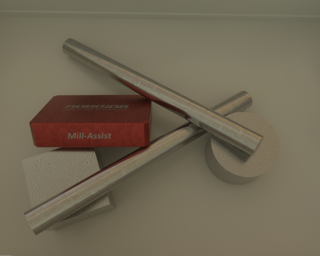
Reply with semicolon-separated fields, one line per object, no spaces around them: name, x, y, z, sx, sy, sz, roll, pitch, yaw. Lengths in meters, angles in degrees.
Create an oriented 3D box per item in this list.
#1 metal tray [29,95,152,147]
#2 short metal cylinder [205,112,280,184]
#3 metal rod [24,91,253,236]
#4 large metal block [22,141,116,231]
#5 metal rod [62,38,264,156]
metal tray;-0.077;-0.011;0.379;0.131;0.030;0.090;0;26;1
short metal cylinder;0.100;0.026;0.385;0.081;0.050;0.080;0;70;0
metal rod;-0.004;0.026;0.359;0.302;0.025;0.025;-29;72;-25
large metal block;-0.105;0.068;0.365;0.081;0.050;0.080;-18;71;-7
metal rod;-0.013;-0.050;0.395;0.300;0.025;0.025;30;72;23
